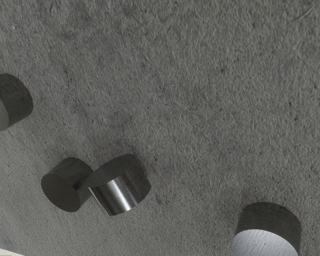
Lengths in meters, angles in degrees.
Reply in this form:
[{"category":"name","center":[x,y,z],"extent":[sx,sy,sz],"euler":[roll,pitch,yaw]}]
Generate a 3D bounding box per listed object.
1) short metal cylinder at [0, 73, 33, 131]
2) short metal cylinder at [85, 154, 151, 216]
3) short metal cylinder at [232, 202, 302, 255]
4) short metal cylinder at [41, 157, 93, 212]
[{"category":"short metal cylinder","center":[-0.255,-0.042,0.500],"extent":[0.080,0.050,0.079],"euler":[13,124,21]},{"category":"short metal cylinder","center":[-0.060,0.082,0.454],"extent":[0.080,0.080,0.050],"euler":[-16,110,34]},{"category":"short metal cylinder","center":[0.140,0.145,0.406],"extent":[0.080,0.050,0.079],"euler":[13,124,21]},{"category":"short metal cylinder","center":[-0.155,0.097,0.532],"extent":[0.080,0.050,0.079],"euler":[13,124,21]}]
